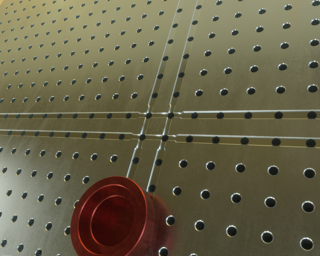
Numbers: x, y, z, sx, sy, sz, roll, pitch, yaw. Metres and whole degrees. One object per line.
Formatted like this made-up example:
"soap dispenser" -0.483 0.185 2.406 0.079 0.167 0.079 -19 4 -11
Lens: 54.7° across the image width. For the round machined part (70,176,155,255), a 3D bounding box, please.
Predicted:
"round machined part" -0.049 0.108 0.356 0.098 0.042 0.098 -13 56 20
